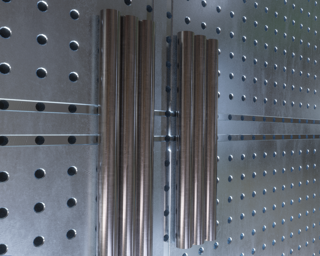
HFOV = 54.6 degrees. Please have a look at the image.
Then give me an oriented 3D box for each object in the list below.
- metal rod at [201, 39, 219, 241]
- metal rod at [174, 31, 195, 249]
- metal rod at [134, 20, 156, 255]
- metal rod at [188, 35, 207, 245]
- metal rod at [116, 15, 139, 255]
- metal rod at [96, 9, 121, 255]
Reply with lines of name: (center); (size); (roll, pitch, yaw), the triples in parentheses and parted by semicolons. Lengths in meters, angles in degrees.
metal rod: (0.075, 0.017, 0.470); (0.025, 0.025, 0.298); (1, 89, -40)
metal rod: (0.035, 0.016, 0.436); (0.025, 0.025, 0.298); (1, 89, -40)
metal rod: (-0.020, 0.017, 0.391); (0.025, 0.025, 0.298); (1, 89, -40)
metal rod: (0.054, 0.017, 0.452); (0.025, 0.025, 0.298); (1, 89, -40)
metal rod: (-0.039, 0.017, 0.375); (0.025, 0.025, 0.298); (1, 89, -40)
metal rod: (-0.059, 0.016, 0.358); (0.025, 0.025, 0.298); (1, 89, -40)
